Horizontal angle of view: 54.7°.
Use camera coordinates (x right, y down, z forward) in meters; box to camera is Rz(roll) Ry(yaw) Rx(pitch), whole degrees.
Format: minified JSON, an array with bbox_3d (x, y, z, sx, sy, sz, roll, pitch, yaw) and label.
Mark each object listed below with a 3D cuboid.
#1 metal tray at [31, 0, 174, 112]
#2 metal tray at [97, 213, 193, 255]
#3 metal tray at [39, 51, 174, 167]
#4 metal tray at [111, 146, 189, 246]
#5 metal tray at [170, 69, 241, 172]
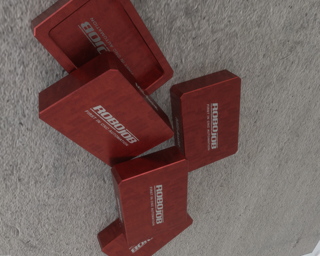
[{"bbox_3d":[-0.054,-0.080,0.324,0.090,0.030,0.130,-39,130,-2],"label":"metal tray"},{"bbox_3d":[-0.021,0.159,0.491,0.130,0.030,0.090,-37,129,-3],"label":"metal tray"},{"bbox_3d":[-0.053,-0.012,0.338,0.090,0.030,0.130,-29,140,12],"label":"metal tray"},{"bbox_3d":[-0.010,0.093,0.410,0.091,0.030,0.129,-17,129,-19],"label":"metal tray"},{"bbox_3d":[0.065,-0.008,0.434,0.091,0.030,0.129,-19,126,-17],"label":"metal tray"}]
